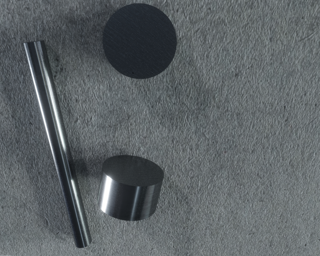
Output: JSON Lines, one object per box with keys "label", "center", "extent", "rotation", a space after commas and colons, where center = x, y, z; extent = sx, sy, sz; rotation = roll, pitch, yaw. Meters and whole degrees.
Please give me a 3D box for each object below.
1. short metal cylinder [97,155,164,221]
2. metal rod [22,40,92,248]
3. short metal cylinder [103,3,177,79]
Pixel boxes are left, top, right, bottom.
{"label": "short metal cylinder", "center": [-0.039, 0.076, 0.408], "extent": [0.081, 0.080, 0.050], "rotation": [11, 110, -4]}
{"label": "metal rod", "center": [-0.134, 0.036, 0.421], "extent": [0.025, 0.025, 0.298], "rotation": [-6, 110, 2]}
{"label": "short metal cylinder", "center": [-0.022, -0.101, 0.359], "extent": [0.081, 0.050, 0.079], "rotation": [0, 110, 0]}
